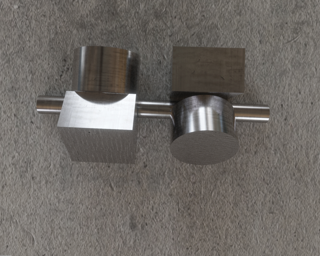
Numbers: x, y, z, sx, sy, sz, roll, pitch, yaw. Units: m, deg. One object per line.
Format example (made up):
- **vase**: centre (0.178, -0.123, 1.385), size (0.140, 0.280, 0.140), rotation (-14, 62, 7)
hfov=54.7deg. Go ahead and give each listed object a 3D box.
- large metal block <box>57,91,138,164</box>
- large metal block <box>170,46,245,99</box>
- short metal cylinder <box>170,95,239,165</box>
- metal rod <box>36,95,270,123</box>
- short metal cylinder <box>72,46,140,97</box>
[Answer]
- **large metal block**: centre (-0.070, 0.002, 0.377), size (0.081, 0.080, 0.050), rotation (3, 56, -1)
- **large metal block**: centre (0.054, -0.065, 0.384), size (0.081, 0.080, 0.050), rotation (1, 90, 0)
- **short metal cylinder**: centre (0.053, 0.004, 0.378), size (0.081, 0.080, 0.050), rotation (2, 55, 0)
- **metal rod**: centre (-0.008, -0.025, 0.413), size (0.302, 0.025, 0.025), rotation (2, 90, -1)
- **short metal cylinder**: centre (-0.066, -0.066, 0.383), size (0.080, 0.080, 0.050), rotation (3, 90, 0)
